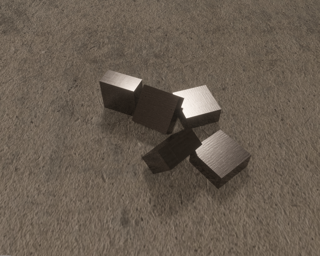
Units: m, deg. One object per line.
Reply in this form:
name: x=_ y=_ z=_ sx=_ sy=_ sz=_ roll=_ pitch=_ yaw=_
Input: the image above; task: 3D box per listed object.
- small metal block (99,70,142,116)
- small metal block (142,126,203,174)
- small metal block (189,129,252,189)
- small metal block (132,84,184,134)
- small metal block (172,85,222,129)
small metal block: x=-0.052 y=-0.047 z=0.426 sx=0.050 sy=0.050 sz=0.025 roll=18 pitch=52 yaw=14
small metal block: x=0.013 y=0.027 z=0.361 sx=0.050 sy=0.050 sz=0.025 roll=-36 pitch=93 yaw=-26
small metal block: x=0.072 y=0.037 z=0.373 sx=0.050 sy=0.025 sz=0.050 roll=-32 pitch=57 yaw=-24
small metal block: x=-0.002 y=-0.025 z=0.406 sx=0.050 sy=0.025 sz=0.050 roll=21 pitch=97 yaw=17
small metal block: x=0.049 y=-0.029 z=0.428 sx=0.050 sy=0.025 sz=0.050 roll=-15 pitch=52 yaw=-13
